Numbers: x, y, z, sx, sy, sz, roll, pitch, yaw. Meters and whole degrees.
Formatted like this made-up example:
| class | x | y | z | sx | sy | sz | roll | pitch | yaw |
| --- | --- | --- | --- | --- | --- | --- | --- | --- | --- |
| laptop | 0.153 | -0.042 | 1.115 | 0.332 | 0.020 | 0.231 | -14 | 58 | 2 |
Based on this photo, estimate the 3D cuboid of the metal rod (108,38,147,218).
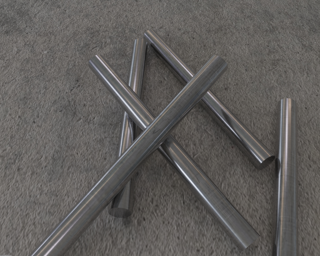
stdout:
| class | x | y | z | sx | sy | sz | roll | pitch | yaw |
| --- | --- | --- | --- | --- | --- | --- | --- | --- | --- |
| metal rod | -0.038 | -0.025 | 0.423 | 0.025 | 0.025 | 0.300 | 1 | 50 | 1 |

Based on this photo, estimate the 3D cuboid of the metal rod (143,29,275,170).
| class | x | y | z | sx | sy | sz | roll | pitch | yaw |
| --- | --- | --- | --- | --- | --- | --- | --- | --- | --- |
| metal rod | 0.055 | -0.059 | 0.453 | 0.025 | 0.025 | 0.300 | -23 | 54 | -18 |

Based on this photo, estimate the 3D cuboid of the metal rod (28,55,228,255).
| class | x | y | z | sx | sy | sz | roll | pitch | yaw |
| --- | --- | --- | --- | --- | --- | --- | --- | --- | --- |
| metal rod | -0.024 | 0.028 | 0.334 | 0.025 | 0.025 | 0.301 | 34 | 71 | 25 |

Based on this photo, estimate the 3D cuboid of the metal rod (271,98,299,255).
| class | x | y | z | sx | sy | sz | roll | pitch | yaw |
| --- | --- | --- | --- | --- | --- | --- | --- | --- | --- |
| metal rod | 0.137 | 0.078 | 0.337 | 0.025 | 0.025 | 0.300 | 12 | 51 | 10 |

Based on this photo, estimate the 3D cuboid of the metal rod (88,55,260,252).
| class | x | y | z | sx | sy | sz | roll | pitch | yaw |
| --- | --- | --- | --- | --- | --- | --- | --- | --- | --- |
| metal rod | 0.001 | 0.012 | 0.369 | 0.025 | 0.025 | 0.300 | -30 | 64 | -23 |
